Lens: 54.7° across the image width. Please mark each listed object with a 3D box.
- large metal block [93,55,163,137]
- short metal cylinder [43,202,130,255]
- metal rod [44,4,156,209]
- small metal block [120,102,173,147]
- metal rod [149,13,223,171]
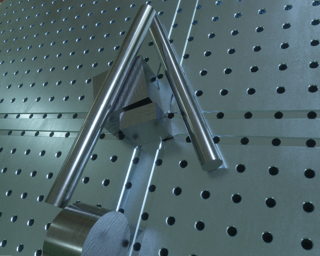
[{"bbox_3d":[-0.046,-0.045,0.443,0.080,0.050,0.080,-22,54,15],"label":"large metal block"},{"bbox_3d":[-0.076,0.125,0.335,0.050,0.080,0.080,4,64,30],"label":"short metal cylinder"},{"bbox_3d":[-0.068,-0.042,0.404,0.025,0.025,0.300,8,66,31],"label":"metal rod"},{"bbox_3d":[-0.018,-0.004,0.402,0.050,0.050,0.025,-17,55,18],"label":"small metal block"},{"bbox_3d":[0.022,-0.072,0.439,0.025,0.025,0.299,-26,53,11],"label":"metal rod"}]
